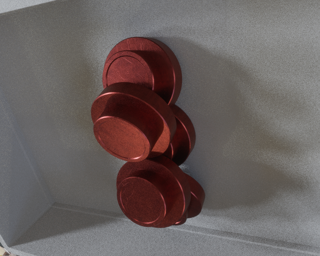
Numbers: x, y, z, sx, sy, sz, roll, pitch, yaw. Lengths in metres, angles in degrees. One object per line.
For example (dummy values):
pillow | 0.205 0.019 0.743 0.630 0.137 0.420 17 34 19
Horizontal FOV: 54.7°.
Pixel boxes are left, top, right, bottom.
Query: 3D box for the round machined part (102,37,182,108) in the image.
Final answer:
round machined part | -0.027 -0.056 0.362 0.098 0.042 0.097 7 106 26

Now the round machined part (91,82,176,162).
round machined part | -0.035 0.001 0.348 0.098 0.042 0.097 15 137 15

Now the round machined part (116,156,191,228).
round machined part | -0.015 0.084 0.389 0.098 0.042 0.097 9 111 25

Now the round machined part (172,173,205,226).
round machined part | 0.010 0.101 0.435 0.098 0.042 0.097 15 139 14

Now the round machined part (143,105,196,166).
round machined part | -0.006 0.014 0.408 0.098 0.042 0.097 13 123 21
